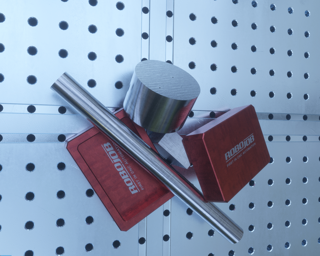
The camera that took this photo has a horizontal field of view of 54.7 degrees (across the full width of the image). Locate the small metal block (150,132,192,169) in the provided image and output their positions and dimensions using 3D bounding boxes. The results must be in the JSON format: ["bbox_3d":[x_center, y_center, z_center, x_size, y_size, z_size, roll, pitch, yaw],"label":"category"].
[{"bbox_3d":[0.015,0.025,0.400,0.050,0.050,0.025,42,77,-15],"label":"small metal block"}]

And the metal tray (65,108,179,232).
[{"bbox_3d":[-0.046,0.050,0.389,0.090,0.030,0.130,-33,101,-17],"label":"metal tray"}]

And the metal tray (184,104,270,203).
[{"bbox_3d":[0.096,0.030,0.414,0.131,0.030,0.090,-27,100,-43],"label":"metal tray"}]

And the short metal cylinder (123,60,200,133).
[{"bbox_3d":[0.002,-0.039,0.374,0.081,0.080,0.050,9,129,-20],"label":"short metal cylinder"}]

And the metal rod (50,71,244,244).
[{"bbox_3d":[-0.004,0.046,0.375,0.300,0.025,0.025,43,77,-16],"label":"metal rod"}]
